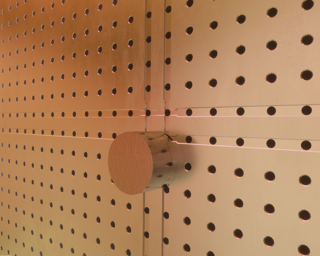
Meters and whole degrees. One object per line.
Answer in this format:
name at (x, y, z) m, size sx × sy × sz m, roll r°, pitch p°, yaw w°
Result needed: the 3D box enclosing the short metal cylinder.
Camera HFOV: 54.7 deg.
short metal cylinder at (-0.023, 0.044, 0.410) m, size 0.080 × 0.050 × 0.079 m, roll 0°, pitch 90°, yaw 39°
